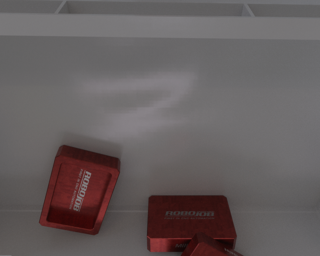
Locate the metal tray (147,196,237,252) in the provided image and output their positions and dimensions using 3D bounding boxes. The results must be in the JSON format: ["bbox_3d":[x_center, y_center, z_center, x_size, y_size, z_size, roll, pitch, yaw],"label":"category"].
[{"bbox_3d":[0.046,0.149,0.490,0.131,0.090,0.030,0,120,0],"label":"metal tray"}]

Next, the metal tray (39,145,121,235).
[{"bbox_3d":[-0.120,0.096,0.464,0.091,0.030,0.129,16,113,-13],"label":"metal tray"}]

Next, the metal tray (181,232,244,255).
[{"bbox_3d":[0.087,0.218,0.438,0.130,0.030,0.090,31,97,-5],"label":"metal tray"}]
